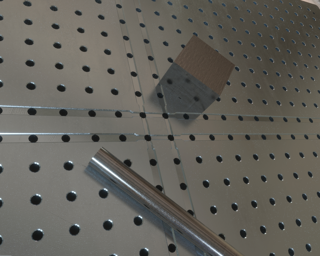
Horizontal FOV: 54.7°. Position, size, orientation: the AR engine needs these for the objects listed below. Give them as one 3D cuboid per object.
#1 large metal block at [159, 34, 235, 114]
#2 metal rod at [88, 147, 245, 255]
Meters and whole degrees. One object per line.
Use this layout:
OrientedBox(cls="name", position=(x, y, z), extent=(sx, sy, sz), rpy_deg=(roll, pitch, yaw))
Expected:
OrientedBox(cls="large metal block", position=(0.058, -0.083, 0.474), extent=(0.080, 0.050, 0.080), rpy_deg=(36, 51, -5))
OrientedBox(cls="metal rod", position=(0.046, 0.123, 0.357), extent=(0.300, 0.025, 0.025), rpy_deg=(38, 51, -3))
